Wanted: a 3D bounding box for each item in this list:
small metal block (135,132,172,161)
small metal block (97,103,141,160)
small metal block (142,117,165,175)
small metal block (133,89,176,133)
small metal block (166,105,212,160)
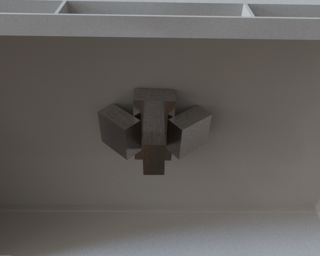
[{"bbox_3d":[-0.009,0.017,0.421,0.050,0.025,0.050,2,130,-2],"label":"small metal block"},{"bbox_3d":[-0.051,0.004,0.392,0.050,0.025,0.050,32,139,31],"label":"small metal block"},{"bbox_3d":[-0.007,0.021,0.375,0.025,0.050,0.050,0,130,-1],"label":"small metal block"},{"bbox_3d":[-0.008,-0.021,0.388,0.050,0.025,0.050,1,130,-2],"label":"small metal block"},{"bbox_3d":[0.036,0.005,0.396,0.050,0.025,0.050,-27,139,-30],"label":"small metal block"}]
